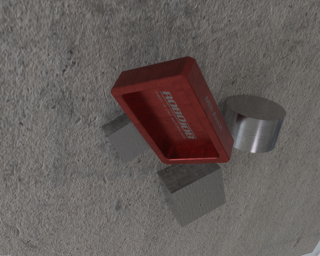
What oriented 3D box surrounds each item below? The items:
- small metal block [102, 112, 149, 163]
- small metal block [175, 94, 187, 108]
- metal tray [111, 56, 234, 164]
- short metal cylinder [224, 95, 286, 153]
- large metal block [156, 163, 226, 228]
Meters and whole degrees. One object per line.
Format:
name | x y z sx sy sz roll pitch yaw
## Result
small metal block | -0.037 0.009 0.392 0.050 0.025 0.050 -33 129 -7
small metal block | 0.024 -0.031 0.385 0.025 0.050 0.050 -35 129 -6
metal tray | 0.018 -0.011 0.343 0.130 0.090 0.030 56 41 -37
short metal cylinder | 0.129 -0.008 0.437 0.081 0.080 0.050 -8 122 -24
large metal block | 0.050 0.092 0.475 0.080 0.050 0.080 -25 128 -13
